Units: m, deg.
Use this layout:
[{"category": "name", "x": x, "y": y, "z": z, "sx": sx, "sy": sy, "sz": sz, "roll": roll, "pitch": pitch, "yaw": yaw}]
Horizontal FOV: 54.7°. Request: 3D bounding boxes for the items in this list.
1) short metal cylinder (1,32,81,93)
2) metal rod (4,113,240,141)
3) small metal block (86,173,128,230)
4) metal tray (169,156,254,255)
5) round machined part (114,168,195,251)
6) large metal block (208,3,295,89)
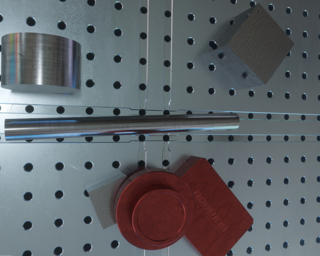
[{"category": "short metal cylinder", "x": -0.128, "y": -0.067, "z": 0.336, "sx": 0.081, "sy": 0.080, "sz": 0.050, "roll": 1, "pitch": 90, "yaw": -20}, {"category": "metal rod", "x": -0.032, "y": -0.004, "z": 0.401, "sx": 0.303, "sy": 0.025, "sz": 0.025, "roll": -2, "pitch": 91, "yaw": -21}, {"category": "small metal block", "x": -0.059, "y": 0.091, "z": 0.392, "sx": 0.050, "sy": 0.025, "sz": 0.050, "roll": -23, "pitch": 98, "yaw": -19}, {"category": "metal tray", "x": 0.061, "y": 0.115, "z": 0.434, "sx": 0.090, "sy": 0.030, "sz": 0.130, "roll": -42, "pitch": 104, "yaw": -15}, {"category": "round machined part", "x": -0.003, "y": 0.100, "z": 0.372, "sx": 0.099, "sy": 0.042, "sz": 0.097, "roll": -1, "pitch": 94, "yaw": -16}, {"category": "large metal block", "x": 0.133, "y": -0.116, "z": 0.450, "sx": 0.080, "sy": 0.050, "sz": 0.080, "roll": 41, "pitch": 77, "yaw": -16}]
